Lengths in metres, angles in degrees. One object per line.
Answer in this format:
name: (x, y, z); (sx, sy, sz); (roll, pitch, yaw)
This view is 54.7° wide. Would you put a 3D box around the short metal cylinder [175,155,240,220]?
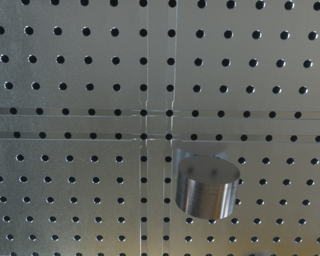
short metal cylinder: (0.062, 0.076, 0.413); (0.081, 0.080, 0.050); (3, 110, -1)
